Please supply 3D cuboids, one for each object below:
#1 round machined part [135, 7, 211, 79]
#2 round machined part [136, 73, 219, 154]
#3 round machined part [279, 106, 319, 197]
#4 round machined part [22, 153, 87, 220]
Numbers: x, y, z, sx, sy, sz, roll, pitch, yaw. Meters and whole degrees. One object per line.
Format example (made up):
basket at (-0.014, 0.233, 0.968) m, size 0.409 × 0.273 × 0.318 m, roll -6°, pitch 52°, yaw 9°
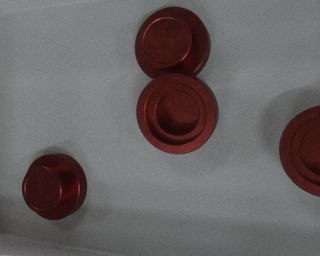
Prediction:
round machined part at (0.012, -0.107, 0.396) m, size 0.098 × 0.042 × 0.097 m, roll 0°, pitch 90°, yaw 19°
round machined part at (0.024, -0.020, 0.386) m, size 0.098 × 0.042 × 0.097 m, roll 4°, pitch 103°, yaw 18°
round machined part at (0.182, 0.024, 0.337) m, size 0.098 × 0.042 × 0.097 m, roll 0°, pitch 90°, yaw 19°
round machined part at (-0.162, 0.088, 0.457) m, size 0.098 × 0.042 × 0.097 m, roll 0°, pitch 90°, yaw 19°
